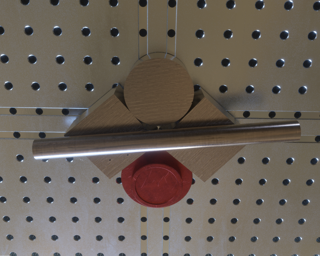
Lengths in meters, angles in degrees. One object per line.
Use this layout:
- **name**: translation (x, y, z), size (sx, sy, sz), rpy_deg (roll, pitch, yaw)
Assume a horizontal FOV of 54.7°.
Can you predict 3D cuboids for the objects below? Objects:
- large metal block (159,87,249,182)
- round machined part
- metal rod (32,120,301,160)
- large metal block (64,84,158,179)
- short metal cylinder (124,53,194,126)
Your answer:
- **large metal block**: translation (0.054, 0.008, 0.397), size (0.080, 0.050, 0.080), rpy_deg (40, 106, -14)
- **round machined part**: translation (-0.004, 0.070, 0.426), size (0.099, 0.042, 0.097), rpy_deg (0, 110, 0)
- **metal rod**: translation (0.006, 0.014, 0.359), size (0.302, 0.025, 0.025), rpy_deg (-4, 110, 2)
- **large metal block**: translation (-0.059, 0.004, 0.397), size (0.080, 0.050, 0.080), rpy_deg (-38, 108, 12)
- **short metal cylinder**: translation (-0.001, -0.049, 0.378), size (0.081, 0.050, 0.079), rpy_deg (0, 110, 0)
